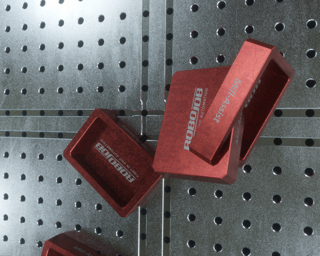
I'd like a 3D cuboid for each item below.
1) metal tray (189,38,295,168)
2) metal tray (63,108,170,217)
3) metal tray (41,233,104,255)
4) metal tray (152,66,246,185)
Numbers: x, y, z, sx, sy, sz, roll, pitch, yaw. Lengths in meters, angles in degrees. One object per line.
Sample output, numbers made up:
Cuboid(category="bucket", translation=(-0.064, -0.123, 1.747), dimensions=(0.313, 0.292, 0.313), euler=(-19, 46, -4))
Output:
Cuboid(category="metal tray", translation=(0.093, -0.021, 0.342), dimensions=(0.030, 0.090, 0.129), euler=(34, 101, 35))
Cuboid(category="metal tray", translation=(-0.062, 0.046, 0.430), dimensions=(0.130, 0.030, 0.090), euler=(42, 103, 14))
Cuboid(category="metal tray", translation=(-0.117, 0.223, 0.449), dimensions=(0.130, 0.030, 0.089), euler=(19, 96, 18))
Cuboid(category="metal tray", translation=(0.048, -0.005, 0.358), dimensions=(0.090, 0.030, 0.130), euler=(1, 69, 34))
